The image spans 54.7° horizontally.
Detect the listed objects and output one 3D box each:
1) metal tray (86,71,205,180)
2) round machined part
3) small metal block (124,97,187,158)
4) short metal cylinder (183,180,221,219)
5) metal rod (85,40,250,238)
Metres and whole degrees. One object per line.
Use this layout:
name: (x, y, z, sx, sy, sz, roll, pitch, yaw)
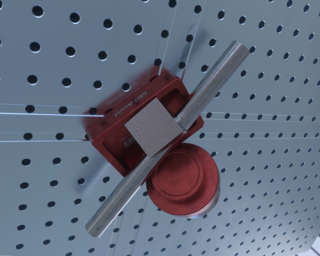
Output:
metal tray: (-0.015, -0.001, 0.400, 0.130, 0.030, 0.090, -37, 130, -4)
round machined part: (0.027, 0.065, 0.407, 0.098, 0.098, 0.042, -39, 152, -2)
small metal block: (-0.005, 0.000, 0.366, 0.050, 0.050, 0.025, -40, 168, 11)
short metal cylinder: (0.041, 0.083, 0.450, 0.080, 0.080, 0.050, -37, 130, -4)
metal rod: (0.004, 0.020, 0.388, 0.025, 0.025, 0.299, 32, 100, -39)
